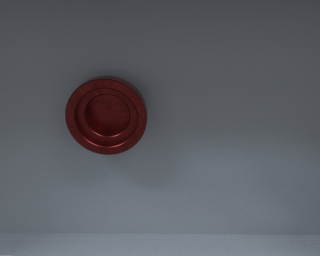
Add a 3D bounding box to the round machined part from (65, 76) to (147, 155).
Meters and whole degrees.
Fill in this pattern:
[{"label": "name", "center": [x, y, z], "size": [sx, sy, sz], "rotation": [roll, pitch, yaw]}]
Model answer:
[{"label": "round machined part", "center": [-0.065, -0.019, 0.394], "size": [0.099, 0.042, 0.097], "rotation": [0, 110, -1]}]
